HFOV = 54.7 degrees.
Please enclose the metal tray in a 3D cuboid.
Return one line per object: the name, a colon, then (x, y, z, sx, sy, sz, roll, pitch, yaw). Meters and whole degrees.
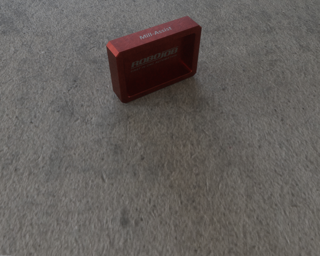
metal tray: (-0.006, -0.097, 0.442, 0.131, 0.089, 0.030, -25, 55, -20)
